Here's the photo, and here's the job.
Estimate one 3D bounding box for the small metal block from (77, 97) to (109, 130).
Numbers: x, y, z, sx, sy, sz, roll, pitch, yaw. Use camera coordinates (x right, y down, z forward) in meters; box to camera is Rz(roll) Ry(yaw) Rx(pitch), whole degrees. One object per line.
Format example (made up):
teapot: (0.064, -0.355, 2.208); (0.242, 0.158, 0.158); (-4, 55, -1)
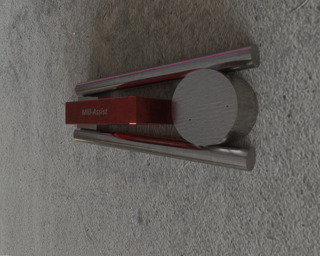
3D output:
small metal block: (-0.106, -0.024, 0.495); (0.050, 0.025, 0.050); (6, 94, 40)

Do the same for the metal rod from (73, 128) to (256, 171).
metal rod: (-0.019, 0.022, 0.422); (0.300, 0.025, 0.025); (6, 94, 39)

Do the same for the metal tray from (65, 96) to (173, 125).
metal tray: (-0.049, -0.019, 0.403); (0.130, 0.091, 0.030); (0, 90, 40)

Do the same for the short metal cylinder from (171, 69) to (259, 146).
short metal cylinder: (0.060, -0.022, 0.340); (0.080, 0.050, 0.079); (0, 90, 40)

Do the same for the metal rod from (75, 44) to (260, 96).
metal rod: (-0.015, -0.069, 0.419); (0.300, 0.025, 0.025); (-3, 88, 40)
